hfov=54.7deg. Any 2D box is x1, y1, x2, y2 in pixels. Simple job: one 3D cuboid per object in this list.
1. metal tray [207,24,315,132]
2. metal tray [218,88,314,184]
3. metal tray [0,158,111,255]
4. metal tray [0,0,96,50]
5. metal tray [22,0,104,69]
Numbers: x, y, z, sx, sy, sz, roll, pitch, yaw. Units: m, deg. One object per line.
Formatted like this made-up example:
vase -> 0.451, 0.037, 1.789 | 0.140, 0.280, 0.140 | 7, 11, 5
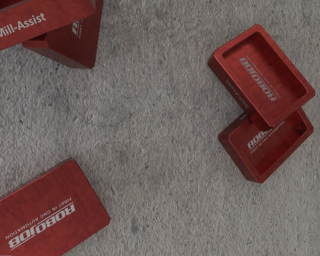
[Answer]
metal tray -> 0.142, -0.071, 0.436 | 0.090, 0.030, 0.130 | -35, 84, -15
metal tray -> 0.161, 0.008, 0.465 | 0.131, 0.030, 0.090 | -40, 103, -16
metal tray -> -0.136, 0.105, 0.356 | 0.131, 0.030, 0.090 | -31, 100, -18
metal tray -> -0.129, -0.121, 0.301 | 0.131, 0.090, 0.030 | -19, 135, 6
metal tray -> -0.099, -0.138, 0.337 | 0.030, 0.090, 0.129 | 6, 87, 19
